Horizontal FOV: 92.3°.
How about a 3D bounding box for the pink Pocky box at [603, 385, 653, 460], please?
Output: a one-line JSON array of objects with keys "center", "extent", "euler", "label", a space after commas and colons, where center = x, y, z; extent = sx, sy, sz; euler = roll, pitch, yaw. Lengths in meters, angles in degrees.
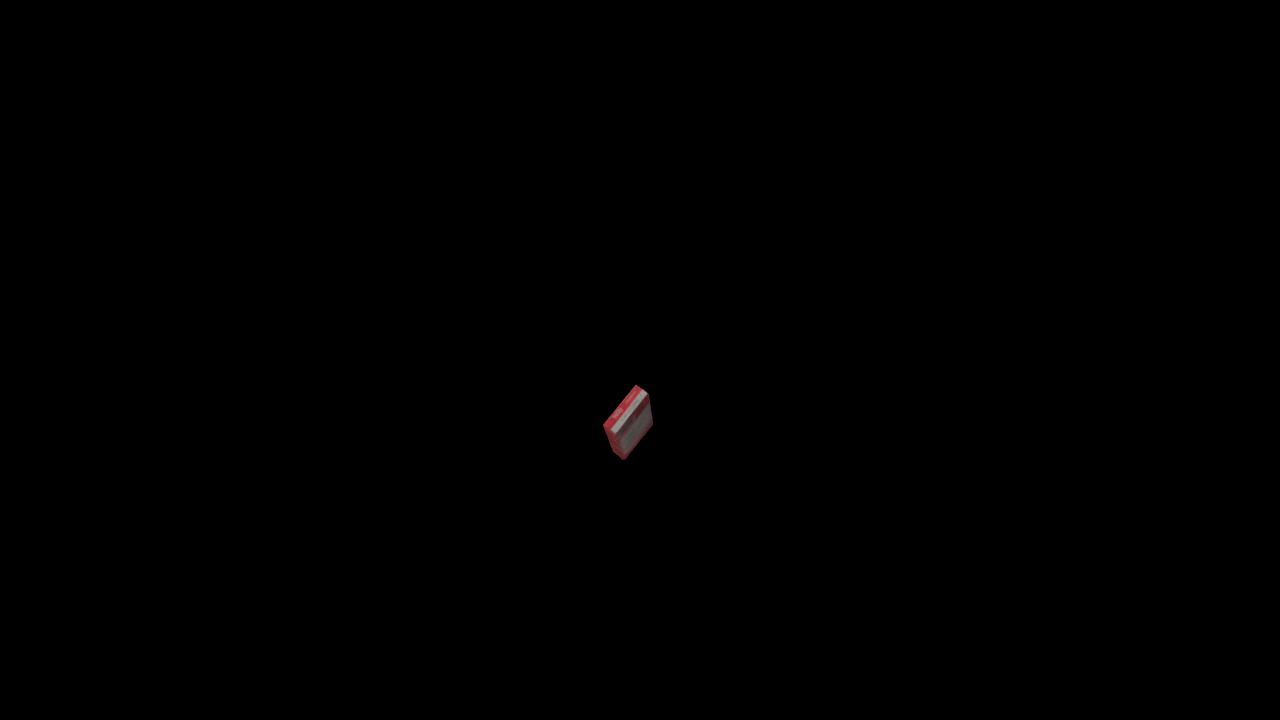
[{"center": [-0.017, 0.105, 0.998], "extent": [0.029, 0.084, 0.155], "euler": [35, -17, 17], "label": "pink Pocky box"}]
